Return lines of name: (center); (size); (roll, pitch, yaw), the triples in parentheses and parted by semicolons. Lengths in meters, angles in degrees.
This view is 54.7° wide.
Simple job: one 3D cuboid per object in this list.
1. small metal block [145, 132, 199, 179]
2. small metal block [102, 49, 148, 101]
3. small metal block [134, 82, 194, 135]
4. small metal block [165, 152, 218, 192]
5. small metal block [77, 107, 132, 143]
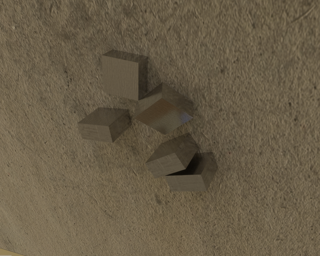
small metal block: (0.016, 0.036, 0.404); (0.050, 0.050, 0.025); (-24, 105, 36)
small metal block: (-0.043, -0.067, 0.389); (0.050, 0.025, 0.050); (16, 125, 19)
small metal block: (0.005, -0.022, 0.377); (0.050, 0.025, 0.050); (29, 136, -31)
small metal block: (0.042, 0.057, 0.404); (0.050, 0.050, 0.025); (-8, 115, 31)
small metal block: (-0.075, -0.005, 0.427); (0.050, 0.050, 0.025); (5, 121, 25)
